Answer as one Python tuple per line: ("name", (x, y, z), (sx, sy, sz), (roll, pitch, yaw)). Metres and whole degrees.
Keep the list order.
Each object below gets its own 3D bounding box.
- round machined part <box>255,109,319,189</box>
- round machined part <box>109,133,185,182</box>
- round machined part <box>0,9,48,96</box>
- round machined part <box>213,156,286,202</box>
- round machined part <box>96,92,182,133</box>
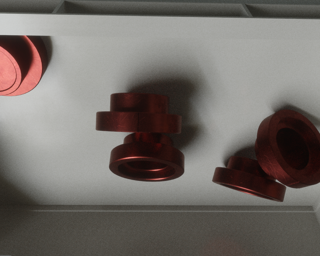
("round machined part", (0.161, 0.029, 0.394), (0.099, 0.098, 0.042), (22, 149, -18))
("round machined part", (-0.016, 0.038, 0.415), (0.099, 0.042, 0.098), (2, 153, 1))
("round machined part", (-0.177, -0.074, 0.332), (0.099, 0.042, 0.097), (-1, 130, 0))
("round machined part", (0.127, 0.069, 0.437), (0.098, 0.042, 0.098), (17, 170, 3))
("round machined part", (-0.024, -0.017, 0.360), (0.099, 0.098, 0.042), (2, 90, -2))
